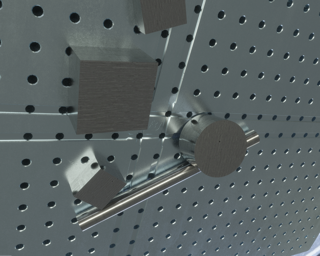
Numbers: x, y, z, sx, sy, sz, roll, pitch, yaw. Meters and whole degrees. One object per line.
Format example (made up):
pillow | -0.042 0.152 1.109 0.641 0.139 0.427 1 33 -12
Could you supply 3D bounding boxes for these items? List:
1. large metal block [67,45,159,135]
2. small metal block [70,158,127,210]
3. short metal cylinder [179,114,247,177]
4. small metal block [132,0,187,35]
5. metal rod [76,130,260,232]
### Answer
large metal block | -0.055 -0.042 0.340 0.081 0.050 0.079 -4 121 -27
small metal block | -0.082 0.075 0.414 0.050 0.025 0.050 -46 130 4
short metal cylinder | 0.074 0.023 0.437 0.081 0.050 0.079 -4 103 -19
small metal block | -0.001 -0.133 0.329 0.050 0.025 0.050 -20 127 -17
metal rod | 0.021 0.073 0.470 0.302 0.025 0.025 -24 128 -14
